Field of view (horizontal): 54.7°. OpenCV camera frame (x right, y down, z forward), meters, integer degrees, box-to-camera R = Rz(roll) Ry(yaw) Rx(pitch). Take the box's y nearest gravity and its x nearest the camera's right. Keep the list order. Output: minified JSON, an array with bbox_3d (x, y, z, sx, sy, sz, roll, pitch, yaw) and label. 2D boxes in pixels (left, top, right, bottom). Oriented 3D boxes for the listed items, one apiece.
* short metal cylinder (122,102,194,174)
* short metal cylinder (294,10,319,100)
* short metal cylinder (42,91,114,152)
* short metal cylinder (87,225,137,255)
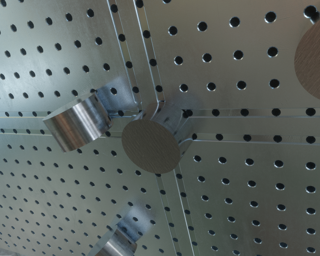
[{"bbox_3d":[-0.002,0.012,0.403,0.080,0.050,0.079,13,124,20],"label":"short metal cylinder"},{"bbox_3d":[0.162,-0.067,0.268,0.080,0.050,0.079,13,124,20],"label":"short metal cylinder"},{"bbox_3d":[-0.111,-0.010,0.426,0.080,0.080,0.050,-16,110,34],"label":"short metal cylinder"},{"bbox_3d":[-0.087,0.224,0.558,0.050,0.080,0.080,45,129,-3],"label":"short metal cylinder"}]
